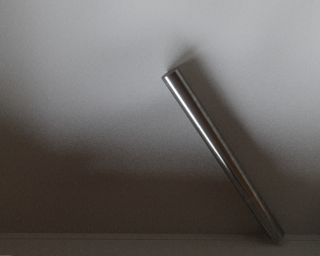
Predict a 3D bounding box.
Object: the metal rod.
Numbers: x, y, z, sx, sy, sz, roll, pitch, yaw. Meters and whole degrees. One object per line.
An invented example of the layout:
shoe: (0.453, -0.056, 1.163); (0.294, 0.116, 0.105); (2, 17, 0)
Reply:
metal rod: (0.095, 0.047, 0.430); (0.025, 0.025, 0.299); (-32, 107, 11)
